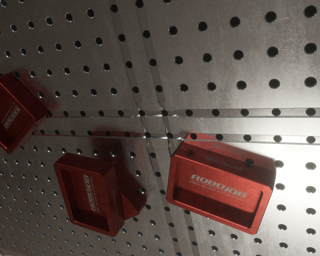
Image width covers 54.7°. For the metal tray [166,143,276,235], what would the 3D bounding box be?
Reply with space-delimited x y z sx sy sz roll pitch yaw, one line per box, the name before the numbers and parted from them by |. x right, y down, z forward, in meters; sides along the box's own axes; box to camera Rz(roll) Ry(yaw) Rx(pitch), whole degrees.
metal tray | 0.077 0.082 0.416 0.130 0.030 0.089 17 125 17

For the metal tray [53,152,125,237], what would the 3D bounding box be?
metal tray | -0.110 0.107 0.489 0.090 0.030 0.129 9 122 23

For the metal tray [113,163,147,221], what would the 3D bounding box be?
metal tray | -0.096 0.122 0.532 0.130 0.030 0.090 -33 101 38

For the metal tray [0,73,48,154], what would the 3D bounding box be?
metal tray | -0.255 -0.021 0.526 0.090 0.030 0.129 48 129 -6
